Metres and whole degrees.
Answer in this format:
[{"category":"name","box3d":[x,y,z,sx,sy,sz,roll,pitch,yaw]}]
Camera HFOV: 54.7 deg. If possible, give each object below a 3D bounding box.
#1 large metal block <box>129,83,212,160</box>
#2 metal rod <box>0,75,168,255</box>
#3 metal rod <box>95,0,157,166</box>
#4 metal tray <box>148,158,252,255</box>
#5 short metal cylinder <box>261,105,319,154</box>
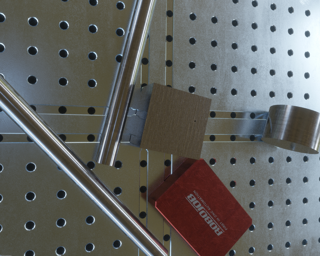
[{"category":"large metal block","box3d":[0.013,-0.007,0.404,0.081,0.050,0.080,13,86,-20]},{"category":"metal rod","box3d":[-0.093,0.060,0.378,0.025,0.025,0.300,-44,104,-15]},{"category":"metal rod","box3d":[-0.034,-0.100,0.399,0.025,0.025,0.299,16,85,-20]},{"category":"metal tray","box3d":[0.058,0.115,0.432,0.090,0.030,0.130,-43,104,-15]},{"category":"short metal cylinder","box3d":[0.196,0.003,0.456,0.080,0.080,0.050,20,84,-19]}]
